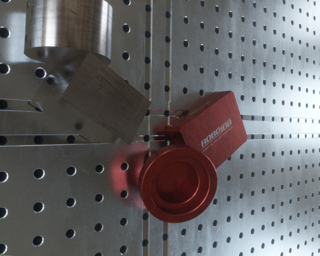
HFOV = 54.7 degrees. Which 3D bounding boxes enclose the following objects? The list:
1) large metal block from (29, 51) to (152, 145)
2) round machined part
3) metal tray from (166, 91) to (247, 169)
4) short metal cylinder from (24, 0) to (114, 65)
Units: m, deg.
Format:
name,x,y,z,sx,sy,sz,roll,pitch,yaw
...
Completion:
name,x,y,z,sx,sy,sz,roll,pitch,yaw
large metal block,-0.071,-0.026,0.314,0.080,0.080,0.050,38,67,-34
round machined part,0.020,0.068,0.399,0.099,0.042,0.097,-3,101,-15
metal tray,0.076,0.009,0.469,0.131,0.030,0.090,-35,112,-35
short metal cylinder,-0.087,-0.092,0.300,0.081,0.080,0.050,4,88,-40
